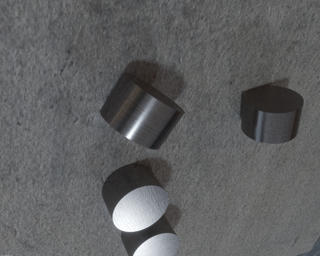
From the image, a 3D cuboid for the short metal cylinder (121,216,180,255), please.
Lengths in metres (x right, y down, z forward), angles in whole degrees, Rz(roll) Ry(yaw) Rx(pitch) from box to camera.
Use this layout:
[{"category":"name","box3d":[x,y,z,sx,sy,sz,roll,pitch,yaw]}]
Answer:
[{"category":"short metal cylinder","box3d":[-0.016,0.180,0.495,0.081,0.050,0.079,-14,125,-21]}]

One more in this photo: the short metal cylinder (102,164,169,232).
[{"category":"short metal cylinder","box3d":[-0.035,0.097,0.433,0.081,0.050,0.079,-14,125,-21]}]

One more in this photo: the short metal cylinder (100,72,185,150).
[{"category":"short metal cylinder","box3d":[-0.020,-0.020,0.350,0.080,0.080,0.050,25,104,-37]}]

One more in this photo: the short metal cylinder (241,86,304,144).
[{"category":"short metal cylinder","box3d":[0.160,-0.021,0.449,0.081,0.080,0.050,-18,126,-18]}]
